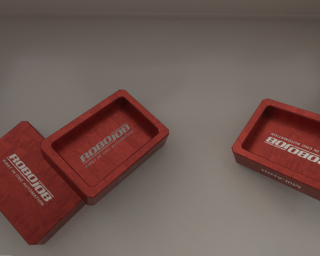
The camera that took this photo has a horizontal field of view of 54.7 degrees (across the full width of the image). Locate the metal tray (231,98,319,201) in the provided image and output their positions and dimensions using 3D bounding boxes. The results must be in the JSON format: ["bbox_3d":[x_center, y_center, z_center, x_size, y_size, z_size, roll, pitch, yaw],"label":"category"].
[{"bbox_3d":[0.166,0.024,0.371,0.130,0.030,0.090,25,70,34],"label":"metal tray"}]

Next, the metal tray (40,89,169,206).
[{"bbox_3d":[-0.064,0.019,0.381,0.090,0.030,0.131,43,60,14],"label":"metal tray"}]

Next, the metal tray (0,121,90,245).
[{"bbox_3d":[-0.157,0.065,0.382,0.130,0.030,0.090,42,75,14],"label":"metal tray"}]
